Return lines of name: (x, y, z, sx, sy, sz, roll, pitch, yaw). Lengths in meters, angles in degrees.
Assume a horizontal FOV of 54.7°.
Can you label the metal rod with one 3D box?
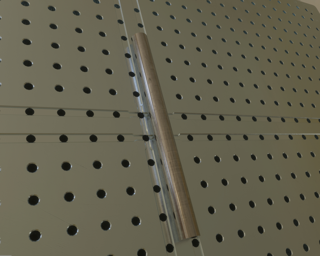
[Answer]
metal rod: (0.001, -0.006, 0.414, 0.025, 0.025, 0.299, 0, 62, -28)
